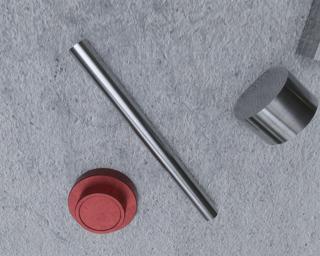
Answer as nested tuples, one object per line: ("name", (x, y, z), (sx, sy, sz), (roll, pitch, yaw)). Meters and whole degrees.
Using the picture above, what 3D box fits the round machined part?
("round machined part", (-0.082, 0.110, 0.440), (0.099, 0.042, 0.097), (0, 110, 0))

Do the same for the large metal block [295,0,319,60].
("large metal block", (0.218, -0.114, 0.356), (0.081, 0.050, 0.079), (11, 110, -4))

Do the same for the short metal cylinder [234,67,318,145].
("short metal cylinder", (0.137, -0.026, 0.372), (0.050, 0.080, 0.080), (38, 106, -13))

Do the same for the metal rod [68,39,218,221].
("metal rod", (-0.012, 0.014, 0.414), (0.025, 0.025, 0.300), (-34, 107, 11))
